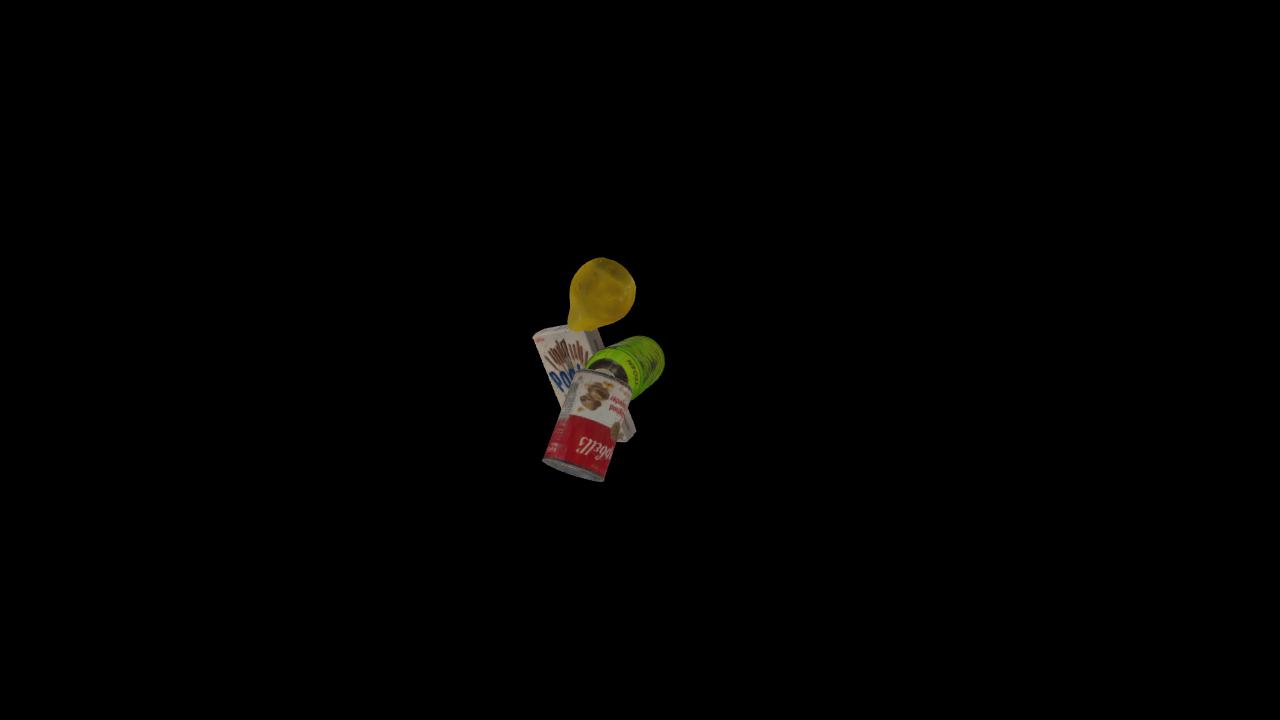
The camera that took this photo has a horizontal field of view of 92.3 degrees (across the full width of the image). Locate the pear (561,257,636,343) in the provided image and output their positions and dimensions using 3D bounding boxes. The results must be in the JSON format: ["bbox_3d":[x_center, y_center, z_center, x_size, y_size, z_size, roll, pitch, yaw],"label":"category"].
[{"bbox_3d":[-0.053,-0.060,0.705,0.080,0.080,0.111,0,-42,-39],"label":"pear"}]

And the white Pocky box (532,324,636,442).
[{"bbox_3d":[-0.067,0.030,0.749,0.084,0.154,0.028,-8,21,34],"label":"white Pocky box"}]

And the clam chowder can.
[{"bbox_3d":[-0.053,0.068,0.644,0.068,0.102,0.068,16,-19,6],"label":"clam chowder can"}]

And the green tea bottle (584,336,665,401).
[{"bbox_3d":[-0.023,0.014,0.736,0.073,0.073,0.212,0,7,15],"label":"green tea bottle"}]
